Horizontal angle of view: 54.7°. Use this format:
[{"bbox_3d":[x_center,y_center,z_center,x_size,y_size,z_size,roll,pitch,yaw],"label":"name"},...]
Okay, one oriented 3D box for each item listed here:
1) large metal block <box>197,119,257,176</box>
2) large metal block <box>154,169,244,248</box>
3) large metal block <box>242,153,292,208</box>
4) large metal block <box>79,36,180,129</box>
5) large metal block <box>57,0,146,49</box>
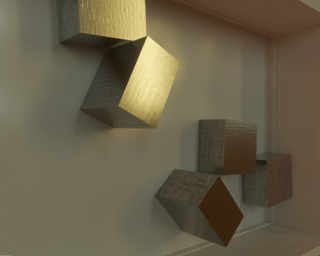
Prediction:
[{"bbox_3d":[0.106,0.029,0.482,0.081,0.050,0.080,3,88,-40],"label":"large metal block"},{"bbox_3d":[0.053,0.105,0.418,0.050,0.080,0.080,-49,119,-29],"label":"large metal block"},{"bbox_3d":[0.191,0.090,0.555,0.081,0.050,0.079,-6,94,-40],"label":"large metal block"},{"bbox_3d":[-0.034,-0.046,0.344,0.050,0.080,0.080,32,70,-36],"label":"large metal block"},{"bbox_3d":[-0.063,-0.133,0.338,0.081,0.050,0.079,-4,93,-40],"label":"large metal block"}]
